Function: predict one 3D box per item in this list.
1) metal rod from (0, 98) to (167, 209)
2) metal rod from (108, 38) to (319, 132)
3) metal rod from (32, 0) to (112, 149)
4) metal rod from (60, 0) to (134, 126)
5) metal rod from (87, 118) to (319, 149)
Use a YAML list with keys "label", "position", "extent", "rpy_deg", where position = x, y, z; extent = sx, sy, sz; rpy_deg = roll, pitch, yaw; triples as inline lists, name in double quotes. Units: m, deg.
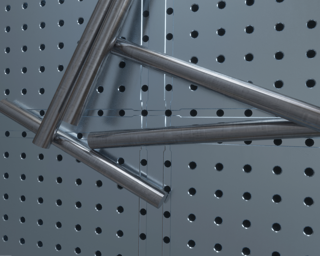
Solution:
- label: "metal rod"
  position: [-0.124, 0.030, 0.454]
  extent: [0.301, 0.025, 0.025]
  rpy_deg: [27, 99, 17]
- label: "metal rod"
  position: [0.060, -0.059, 0.376]
  extent: [0.301, 0.025, 0.025]
  rpy_deg: [25, 98, 23]
- label: "metal rod"
  position: [-0.104, -0.110, 0.433]
  extent: [0.025, 0.025, 0.299]
  rpy_deg: [27, 93, 17]
- label: "metal rod"
  position: [-0.059, -0.144, 0.409]
  extent: [0.025, 0.025, 0.299]
  rpy_deg: [23, 89, 18]
- label: "metal rod"
  position: [0.044, 0.008, 0.396]
  extent: [0.301, 0.025, 0.025]
  rpy_deg: [-4, 89, 19]
